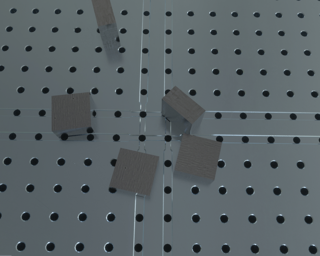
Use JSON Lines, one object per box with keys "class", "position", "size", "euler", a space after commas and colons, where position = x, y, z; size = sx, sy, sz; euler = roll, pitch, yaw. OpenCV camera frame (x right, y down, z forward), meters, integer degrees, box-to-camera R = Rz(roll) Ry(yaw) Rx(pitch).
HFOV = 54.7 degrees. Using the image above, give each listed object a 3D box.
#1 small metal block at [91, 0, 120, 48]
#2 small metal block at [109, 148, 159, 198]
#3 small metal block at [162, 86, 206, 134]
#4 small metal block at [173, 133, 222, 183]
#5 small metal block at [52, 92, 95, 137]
{"class": "small metal block", "position": [-0.079, -0.156, 0.454], "size": [0.025, 0.050, 0.050], "euler": [-14, 71, -5]}
{"class": "small metal block", "position": [-0.031, 0.057, 0.391], "size": [0.050, 0.025, 0.050], "euler": [12, 70, 4]}
{"class": "small metal block", "position": [0.029, -0.021, 0.406], "size": [0.050, 0.050, 0.025], "euler": [41, 75, 13]}
{"class": "small metal block", "position": [0.048, 0.039, 0.398], "size": [0.050, 0.025, 0.050], "euler": [14, 70, 4]}
{"class": "small metal block", "position": [-0.117, -0.018, 0.417], "size": [0.050, 0.025, 0.050], "euler": [-6, 70, -3]}
